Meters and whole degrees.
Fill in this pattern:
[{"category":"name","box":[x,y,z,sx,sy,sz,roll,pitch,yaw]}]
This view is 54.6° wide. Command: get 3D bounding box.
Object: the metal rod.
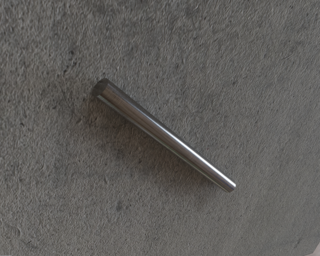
[{"category":"metal rod","box":[0.026,0.027,0.436,0.025,0.025,0.301,-48,129,5]}]
